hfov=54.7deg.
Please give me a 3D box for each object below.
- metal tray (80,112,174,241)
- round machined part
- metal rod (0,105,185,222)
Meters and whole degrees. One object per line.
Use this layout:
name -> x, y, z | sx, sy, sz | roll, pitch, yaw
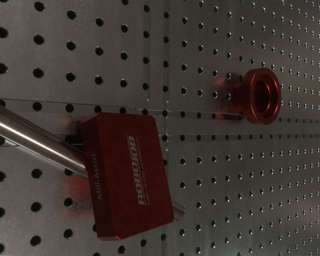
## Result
metal tray -> -0.035, 0.050, 0.348 | 0.091, 0.030, 0.129 | 1, 74, -49
round machined part -> 0.168, -0.054, 0.542 | 0.099, 0.042, 0.097 | 0, 90, -40
metal rod -> -0.076, 0.045, 0.347 | 0.301, 0.025, 0.025 | 36, 68, -34
